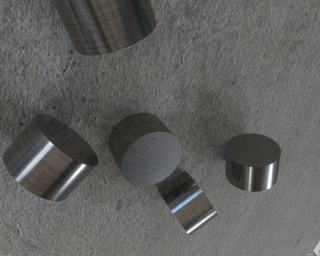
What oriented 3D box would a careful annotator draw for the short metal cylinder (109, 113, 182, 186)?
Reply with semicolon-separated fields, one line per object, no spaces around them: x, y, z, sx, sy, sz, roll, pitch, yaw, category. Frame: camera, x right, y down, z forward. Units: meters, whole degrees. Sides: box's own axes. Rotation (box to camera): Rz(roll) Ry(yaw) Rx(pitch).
-0.019;0.027;0.397;0.081;0.050;0.079;-14;124;-21;short metal cylinder

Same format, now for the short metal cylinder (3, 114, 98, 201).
-0.113;0.031;0.328;0.050;0.080;0.080;-47;129;5;short metal cylinder

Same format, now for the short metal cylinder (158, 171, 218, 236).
0.041;0.111;0.462;0.050;0.080;0.080;-35;129;-5;short metal cylinder

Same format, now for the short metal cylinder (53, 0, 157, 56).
-0.048;-0.107;0.278;0.080;0.080;0.050;-28;128;-11;short metal cylinder

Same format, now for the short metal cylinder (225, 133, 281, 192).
0.143;0.052;0.481;0.081;0.080;0.050;-20;126;-17;short metal cylinder
